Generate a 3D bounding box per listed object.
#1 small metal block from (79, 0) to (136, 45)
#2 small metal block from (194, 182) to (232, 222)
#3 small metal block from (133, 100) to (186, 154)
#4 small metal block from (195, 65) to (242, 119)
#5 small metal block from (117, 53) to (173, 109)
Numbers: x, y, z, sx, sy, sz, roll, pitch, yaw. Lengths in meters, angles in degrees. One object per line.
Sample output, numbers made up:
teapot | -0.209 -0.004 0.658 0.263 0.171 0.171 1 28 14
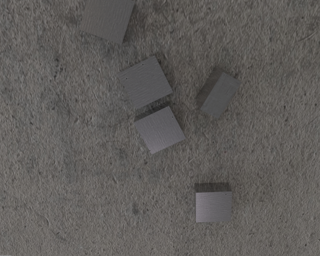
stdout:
small metal block | -0.060 -0.131 0.361 0.050 0.025 0.050 19 109 -7
small metal block | 0.076 0.108 0.450 0.050 0.025 0.050 -2 110 0
small metal block | 0.000 -0.001 0.409 0.050 0.025 0.050 -25 108 9
small metal block | 0.070 -0.046 0.380 0.025 0.050 0.050 27 108 -10
small metal block | -0.017 -0.059 0.388 0.050 0.025 0.050 -25 108 9
